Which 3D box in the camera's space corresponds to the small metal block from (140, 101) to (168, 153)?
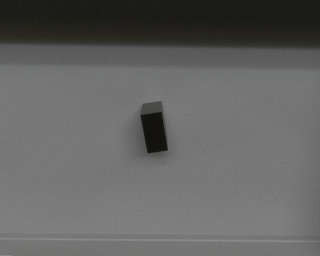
[{"bbox_3d":[-0.006,-0.002,0.393,0.025,0.050,0.050,-8,109,3],"label":"small metal block"}]
